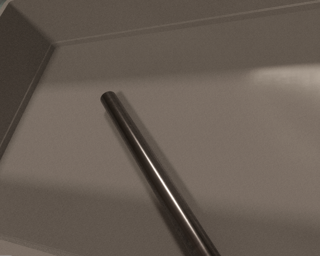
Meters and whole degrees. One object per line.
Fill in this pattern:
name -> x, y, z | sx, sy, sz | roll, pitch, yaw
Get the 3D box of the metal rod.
metal rod -> -0.010, 0.049, 0.379 | 0.025, 0.025, 0.300 | -38, 51, 2
